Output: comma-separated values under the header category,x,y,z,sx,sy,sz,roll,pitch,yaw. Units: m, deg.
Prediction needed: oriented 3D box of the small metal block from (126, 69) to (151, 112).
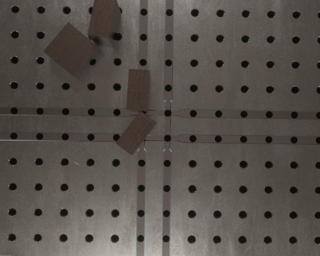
category,x,y,z,sx,sy,sz,roll,pitch,yaw
small metal block,-0.027,-0.046,0.401,0.025,0.050,0.050,4,90,0

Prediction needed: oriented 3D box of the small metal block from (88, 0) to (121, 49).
category,x,y,z,sx,sy,sz,roll,pitch,yaw
small metal block,-0.071,-0.136,0.400,0.025,0.050,0.050,11,90,0

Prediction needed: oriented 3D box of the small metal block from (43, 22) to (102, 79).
category,x,y,z,sx,sy,sz,roll,pitch,yaw
small metal block,-0.115,-0.102,0.412,0.050,0.025,0.050,40,90,-1

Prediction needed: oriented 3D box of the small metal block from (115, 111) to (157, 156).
category,x,y,z,sx,sy,sz,roll,pitch,yaw
small metal block,-0.029,0.006,0.401,0.025,0.050,0.050,37,90,-1
